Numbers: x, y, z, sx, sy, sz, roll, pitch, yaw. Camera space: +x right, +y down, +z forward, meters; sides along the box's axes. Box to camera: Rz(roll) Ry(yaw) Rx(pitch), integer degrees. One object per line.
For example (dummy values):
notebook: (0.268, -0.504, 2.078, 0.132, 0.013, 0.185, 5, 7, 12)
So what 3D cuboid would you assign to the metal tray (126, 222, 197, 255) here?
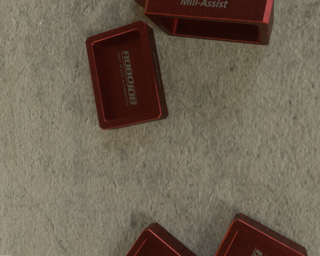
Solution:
metal tray: (-0.012, 0.204, 0.409, 0.090, 0.030, 0.129, 36, 101, 16)

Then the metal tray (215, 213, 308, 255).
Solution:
metal tray: (0.104, 0.181, 0.369, 0.090, 0.030, 0.129, 27, 99, 17)

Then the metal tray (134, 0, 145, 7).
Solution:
metal tray: (0.033, -0.200, 0.393, 0.130, 0.030, 0.089, 12, 94, 19)

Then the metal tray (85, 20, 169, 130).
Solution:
metal tray: (-0.046, -0.068, 0.421, 0.090, 0.030, 0.129, -11, 86, 19)

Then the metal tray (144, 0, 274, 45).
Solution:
metal tray: (0.059, -0.126, 0.353, 0.130, 0.090, 0.030, 12, 94, 19)
